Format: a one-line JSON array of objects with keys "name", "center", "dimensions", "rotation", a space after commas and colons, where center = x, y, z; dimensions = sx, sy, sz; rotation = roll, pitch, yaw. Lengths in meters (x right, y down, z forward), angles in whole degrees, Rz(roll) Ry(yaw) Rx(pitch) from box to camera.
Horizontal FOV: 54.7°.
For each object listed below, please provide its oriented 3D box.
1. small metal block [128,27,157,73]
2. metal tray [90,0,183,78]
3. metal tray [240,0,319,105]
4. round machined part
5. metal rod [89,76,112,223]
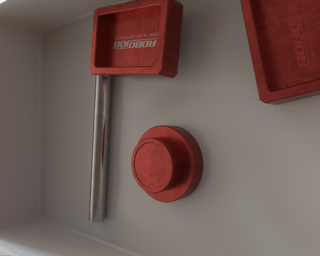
[{"name": "small metal block", "center": [-0.014, -0.102, 0.416], "dimensions": [0.050, 0.025, 0.050], "rotation": [-21, 77, 37]}, {"name": "metal tray", "center": [-0.035, -0.111, 0.397], "dimensions": [0.130, 0.030, 0.089], "rotation": [8, 95, 39]}, {"name": "metal tray", "center": [0.132, -0.095, 0.293], "dimensions": [0.090, 0.030, 0.129], "rotation": [-14, 81, 38]}, {"name": "round machined part", "center": [0.002, 0.045, 0.392], "dimensions": [0.098, 0.042, 0.097], "rotation": [0, 90, 39]}, {"name": "metal rod", "center": [-0.090, -0.004, 0.478], "dimensions": [0.025, 0.025, 0.298], "rotation": [6, 94, 39]}]
